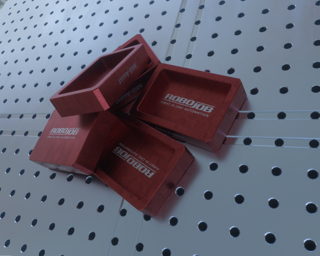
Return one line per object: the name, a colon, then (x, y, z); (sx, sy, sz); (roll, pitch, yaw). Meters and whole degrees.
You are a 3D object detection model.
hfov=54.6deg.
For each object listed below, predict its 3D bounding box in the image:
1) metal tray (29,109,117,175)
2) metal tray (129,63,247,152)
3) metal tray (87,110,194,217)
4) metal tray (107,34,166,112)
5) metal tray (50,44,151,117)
metal tray: (-0.127, 0.014, 0.442); (0.130, 0.030, 0.090); (-1, 61, 44)
metal tray: (0.034, -0.032, 0.406); (0.130, 0.030, 0.090); (20, 73, 35)
metal tray: (-0.034, 0.039, 0.398); (0.130, 0.030, 0.090); (28, 78, 37)
metal tray: (-0.063, -0.081, 0.488); (0.130, 0.030, 0.090); (-34, 50, 5)
metal tray: (-0.080, -0.069, 0.435); (0.090, 0.030, 0.130); (-6, 35, 34)
